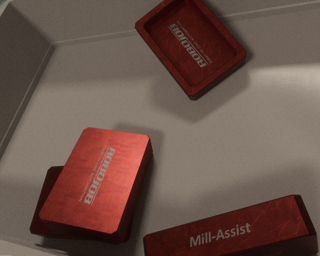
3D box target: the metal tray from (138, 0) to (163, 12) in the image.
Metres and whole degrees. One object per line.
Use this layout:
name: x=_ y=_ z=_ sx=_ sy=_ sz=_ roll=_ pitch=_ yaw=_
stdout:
metal tray: x=0.019 y=-0.275 z=0.562 sx=0.090 sy=0.030 sz=0.130 roll=1 pitch=62 yaw=28

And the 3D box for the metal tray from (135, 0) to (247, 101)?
metal tray: x=0.039 y=-0.113 z=0.413 sx=0.090 sy=0.030 sz=0.130 roll=-37 pitch=78 yaw=5

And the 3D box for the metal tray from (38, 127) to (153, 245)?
metal tray: x=-0.069 y=0.061 z=0.366 sx=0.090 sy=0.030 sz=0.130 roll=7 pitch=51 yaw=14

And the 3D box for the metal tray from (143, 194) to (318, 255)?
metal tray: x=0.063 y=0.101 z=0.268 sx=0.130 sy=0.090 sz=0.030 roll=-21 pitch=54 yaw=15

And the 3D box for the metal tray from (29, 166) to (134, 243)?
metal tray: x=-0.095 y=0.093 z=0.394 sx=0.130 sy=0.030 sz=0.090 roll=-6 pitch=59 yaw=24
